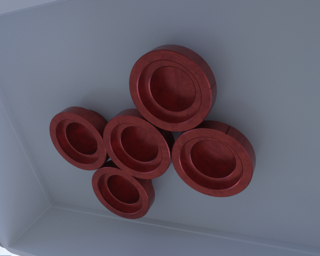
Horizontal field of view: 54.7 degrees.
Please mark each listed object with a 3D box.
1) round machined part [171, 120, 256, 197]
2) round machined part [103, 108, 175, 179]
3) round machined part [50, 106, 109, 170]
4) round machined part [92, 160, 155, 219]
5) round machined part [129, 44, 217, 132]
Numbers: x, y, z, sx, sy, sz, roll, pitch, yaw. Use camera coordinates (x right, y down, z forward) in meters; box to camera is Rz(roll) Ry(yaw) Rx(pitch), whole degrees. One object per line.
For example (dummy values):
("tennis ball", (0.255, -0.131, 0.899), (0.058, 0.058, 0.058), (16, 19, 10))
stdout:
("round machined part", (0.067, 0.033, 0.379), (0.098, 0.042, 0.097), (13, 124, 21))
("round machined part", (-0.023, 0.017, 0.416), (0.098, 0.042, 0.097), (13, 124, 21))
("round machined part", (-0.111, 0.011, 0.460), (0.098, 0.042, 0.097), (13, 124, 21))
("round machined part", (-0.052, 0.088, 0.476), (0.098, 0.042, 0.097), (13, 124, 21))
("round machined part", (0.018, -0.048, 0.356), (0.098, 0.042, 0.097), (13, 124, 21))
